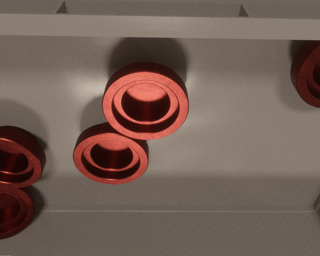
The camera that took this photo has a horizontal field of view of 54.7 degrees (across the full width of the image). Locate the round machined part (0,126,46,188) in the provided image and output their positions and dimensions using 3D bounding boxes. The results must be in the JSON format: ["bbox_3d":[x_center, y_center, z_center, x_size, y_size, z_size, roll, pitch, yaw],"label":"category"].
[{"bbox_3d":[-0.207,0.035,0.425,0.099,0.042,0.097,-1,130,0],"label":"round machined part"}]

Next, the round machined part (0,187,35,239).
[{"bbox_3d":[-0.248,0.120,0.479,0.099,0.042,0.097,-9,114,-20],"label":"round machined part"}]

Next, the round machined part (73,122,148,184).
[{"bbox_3d":[-0.065,0.030,0.423,0.099,0.042,0.097,-1,130,0],"label":"round machined part"}]

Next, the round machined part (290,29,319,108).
[{"bbox_3d":[0.193,-0.072,0.340,0.099,0.042,0.097,-1,130,0],"label":"round machined part"}]

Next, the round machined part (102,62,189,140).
[{"bbox_3d":[-0.016,-0.036,0.368,0.099,0.042,0.097,-1,130,0],"label":"round machined part"}]
